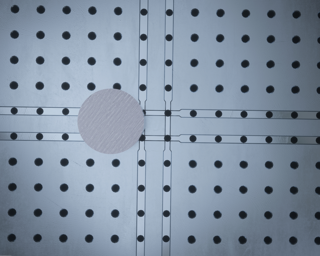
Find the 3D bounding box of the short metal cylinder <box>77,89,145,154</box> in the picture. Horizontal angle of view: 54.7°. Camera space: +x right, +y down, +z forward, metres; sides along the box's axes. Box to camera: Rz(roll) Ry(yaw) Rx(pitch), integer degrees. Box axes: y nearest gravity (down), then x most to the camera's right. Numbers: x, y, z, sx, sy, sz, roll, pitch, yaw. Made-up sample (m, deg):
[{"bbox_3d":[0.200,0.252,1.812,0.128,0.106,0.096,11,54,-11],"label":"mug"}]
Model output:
[{"bbox_3d":[-0.060,-0.008,0.400,0.081,0.050,0.079,0,90,-1],"label":"short metal cylinder"}]
